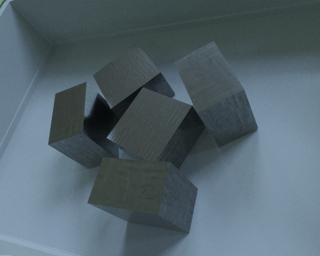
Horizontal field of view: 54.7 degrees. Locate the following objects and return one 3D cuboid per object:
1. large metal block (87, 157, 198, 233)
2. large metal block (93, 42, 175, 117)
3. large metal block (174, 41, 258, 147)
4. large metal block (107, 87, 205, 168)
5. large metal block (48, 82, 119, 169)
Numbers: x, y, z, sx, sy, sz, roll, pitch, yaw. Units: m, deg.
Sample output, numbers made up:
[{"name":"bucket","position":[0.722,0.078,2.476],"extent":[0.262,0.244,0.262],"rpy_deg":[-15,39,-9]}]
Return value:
[{"name":"large metal block","position":[-0.015,0.072,0.332],"extent":[0.080,0.080,0.050],"rpy_deg":[1,62,28]},{"name":"large metal block","position":[-0.038,-0.063,0.444],"extent":[0.080,0.050,0.080],"rpy_deg":[-36,51,4]},{"name":"large metal block","position":[0.065,-0.037,0.356],"extent":[0.050,0.080,0.080],"rpy_deg":[-27,53,11]},{"name":"large metal block","position":[-0.004,0.005,0.386],"extent":[0.080,0.050,0.080],"rpy_deg":[25,75,36]},{"name":"large metal block","position":[-0.099,-0.001,0.420],"extent":[0.050,0.080,0.080],"rpy_deg":[-17,55,18]}]
